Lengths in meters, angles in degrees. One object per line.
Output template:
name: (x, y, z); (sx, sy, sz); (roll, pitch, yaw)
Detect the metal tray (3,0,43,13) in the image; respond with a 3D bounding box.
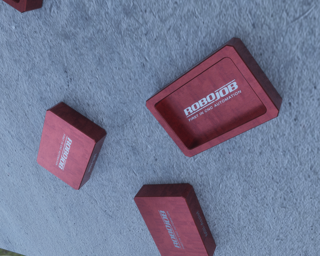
metal tray: (-0.200, -0.214, 0.376); (0.130, 0.030, 0.089); (34, 129, 6)

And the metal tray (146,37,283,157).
metal tray: (0.057, -0.029, 0.355); (0.130, 0.030, 0.090); (-31, 102, 38)

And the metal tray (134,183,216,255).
metal tray: (0.024, 0.148, 0.482); (0.090, 0.030, 0.129); (-9, 114, 32)

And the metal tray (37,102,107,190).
metal tray: (-0.146, 0.032, 0.501); (0.090, 0.030, 0.129); (33, 129, 6)
